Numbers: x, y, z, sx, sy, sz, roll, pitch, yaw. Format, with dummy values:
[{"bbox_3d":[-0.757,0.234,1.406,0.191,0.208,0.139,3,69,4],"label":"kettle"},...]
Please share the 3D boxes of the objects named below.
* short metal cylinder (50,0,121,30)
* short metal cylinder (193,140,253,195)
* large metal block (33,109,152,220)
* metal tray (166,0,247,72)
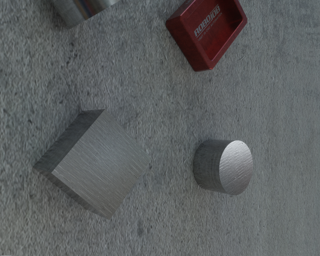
[{"bbox_3d":[-0.071,-0.141,0.309,0.080,0.080,0.050,-45,118,-30],"label":"short metal cylinder"},{"bbox_3d":[0.096,0.058,0.469,0.081,0.050,0.079,0,90,-40],"label":"short metal cylinder"},{"bbox_3d":[-0.069,0.037,0.331,0.080,0.050,0.080,50,61,-29],"label":"large metal block"},{"bbox_3d":[0.075,-0.158,0.463,0.090,0.030,0.130,52,60,-27],"label":"metal tray"}]
